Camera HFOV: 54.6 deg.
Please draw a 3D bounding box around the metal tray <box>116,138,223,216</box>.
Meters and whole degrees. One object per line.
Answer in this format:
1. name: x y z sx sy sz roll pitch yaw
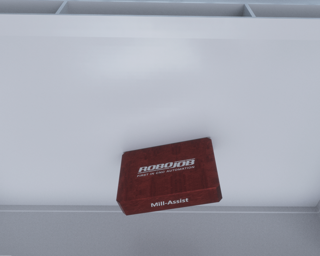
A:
1. metal tray: 0.012 0.064 0.420 0.130 0.090 0.030 -11 129 9
